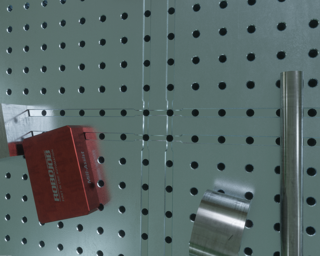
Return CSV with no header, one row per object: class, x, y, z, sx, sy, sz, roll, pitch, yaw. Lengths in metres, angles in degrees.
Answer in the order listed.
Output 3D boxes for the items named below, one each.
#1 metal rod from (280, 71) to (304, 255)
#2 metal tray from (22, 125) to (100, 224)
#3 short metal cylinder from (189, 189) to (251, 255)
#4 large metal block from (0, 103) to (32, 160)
metal rod,0.152,0.085,0.358,0.025,0.025,0.298,0,90,20
metal tray,-0.148,0.069,0.462,0.090,0.030,0.129,-16,85,19
short metal cylinder,0.071,0.117,0.358,0.050,0.080,0.079,13,94,19
large metal block,-0.254,0.011,0.489,0.080,0.050,0.080,-12,86,19
